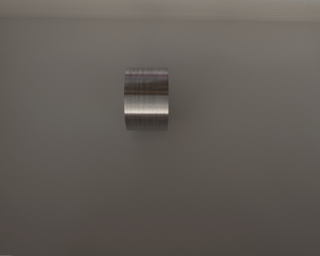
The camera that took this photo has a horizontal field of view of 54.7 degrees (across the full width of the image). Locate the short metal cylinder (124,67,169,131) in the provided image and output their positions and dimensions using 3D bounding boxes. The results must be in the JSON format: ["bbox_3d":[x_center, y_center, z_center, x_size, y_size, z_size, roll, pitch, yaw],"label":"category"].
[{"bbox_3d":[-0.016,-0.036,0.391,0.050,0.080,0.080,0,70,0],"label":"short metal cylinder"}]
